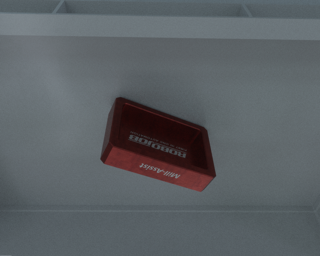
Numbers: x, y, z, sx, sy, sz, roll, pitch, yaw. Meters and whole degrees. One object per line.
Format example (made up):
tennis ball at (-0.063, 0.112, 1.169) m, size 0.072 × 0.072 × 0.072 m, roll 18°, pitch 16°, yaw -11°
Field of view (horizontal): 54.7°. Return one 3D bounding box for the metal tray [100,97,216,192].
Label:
metal tray at (0.000, 0.019, 0.378) m, size 0.131 × 0.090 × 0.030 m, roll 19°, pitch 127°, yaw -17°
